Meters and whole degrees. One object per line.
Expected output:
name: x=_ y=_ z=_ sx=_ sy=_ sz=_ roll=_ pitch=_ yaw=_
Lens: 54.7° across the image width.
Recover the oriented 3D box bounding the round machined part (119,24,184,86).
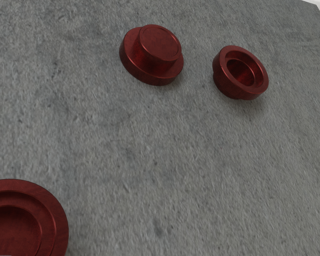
round machined part: x=-0.007 y=-0.115 z=0.460 sx=0.099 sy=0.042 sz=0.098 roll=14 pitch=56 yaw=-21

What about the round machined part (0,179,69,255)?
round machined part: x=-0.132 y=0.096 z=0.263 sx=0.099 sy=0.042 sz=0.098 roll=14 pitch=56 yaw=-21

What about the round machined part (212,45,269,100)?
round machined part: x=0.129 y=-0.087 z=0.518 sx=0.099 sy=0.042 sz=0.098 roll=14 pitch=56 yaw=-21
